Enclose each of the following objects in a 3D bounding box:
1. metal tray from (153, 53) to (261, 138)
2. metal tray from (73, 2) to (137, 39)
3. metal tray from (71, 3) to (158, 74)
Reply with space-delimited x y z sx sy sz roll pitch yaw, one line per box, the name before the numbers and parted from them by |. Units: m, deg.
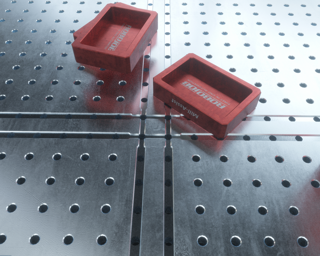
metal tray | 0.065 -0.052 0.448 0.130 0.030 0.090 36 58 26
metal tray | -0.075 -0.170 0.545 0.090 0.030 0.130 26 54 19
metal tray | -0.066 -0.144 0.484 0.090 0.030 0.130 15 51 11
